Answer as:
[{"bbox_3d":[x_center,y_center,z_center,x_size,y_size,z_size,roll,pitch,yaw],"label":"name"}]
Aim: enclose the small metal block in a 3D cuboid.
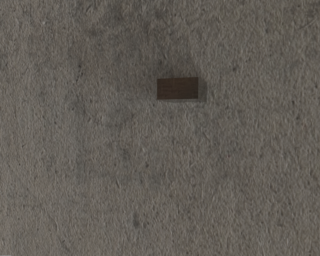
[{"bbox_3d":[0.029,-0.046,0.386,0.050,0.050,0.025,1,90,20],"label":"small metal block"}]
